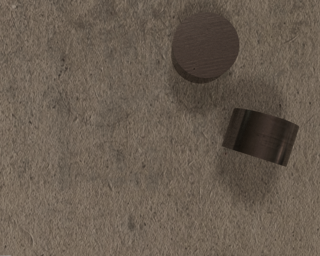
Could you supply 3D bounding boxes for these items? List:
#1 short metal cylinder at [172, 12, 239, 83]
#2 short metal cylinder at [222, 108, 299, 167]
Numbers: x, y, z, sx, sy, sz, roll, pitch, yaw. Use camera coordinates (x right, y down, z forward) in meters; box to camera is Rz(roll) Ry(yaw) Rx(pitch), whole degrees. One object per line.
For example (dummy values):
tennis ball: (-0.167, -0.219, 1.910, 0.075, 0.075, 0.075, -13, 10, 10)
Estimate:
short metal cylinder: (0.056, -0.100, 0.398, 0.081, 0.050, 0.079, 0, 90, -1)
short metal cylinder: (0.123, 0.011, 0.384, 0.080, 0.080, 0.050, 18, 90, -1)
